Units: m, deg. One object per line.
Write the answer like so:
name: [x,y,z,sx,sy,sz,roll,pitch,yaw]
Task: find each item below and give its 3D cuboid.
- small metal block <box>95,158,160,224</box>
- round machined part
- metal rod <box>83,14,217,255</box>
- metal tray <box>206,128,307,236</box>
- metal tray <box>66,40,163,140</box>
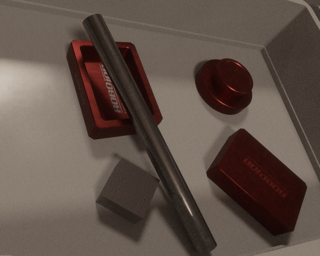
small metal block: [-0.035,0.070,0.345,0.050,0.025,0.050,32,51,-8]
round machined part: [0.111,-0.074,0.502,0.099,0.042,0.098,14,56,-21]
metal rod: [-0.013,0.005,0.361,0.025,0.025,0.299,-24,86,-37]
metal tray: [0.139,0.073,0.435,0.130,0.030,0.090,42,51,0]
metal tray: [-0.060,-0.053,0.403,0.091,0.030,0.130,-7,65,-32]
